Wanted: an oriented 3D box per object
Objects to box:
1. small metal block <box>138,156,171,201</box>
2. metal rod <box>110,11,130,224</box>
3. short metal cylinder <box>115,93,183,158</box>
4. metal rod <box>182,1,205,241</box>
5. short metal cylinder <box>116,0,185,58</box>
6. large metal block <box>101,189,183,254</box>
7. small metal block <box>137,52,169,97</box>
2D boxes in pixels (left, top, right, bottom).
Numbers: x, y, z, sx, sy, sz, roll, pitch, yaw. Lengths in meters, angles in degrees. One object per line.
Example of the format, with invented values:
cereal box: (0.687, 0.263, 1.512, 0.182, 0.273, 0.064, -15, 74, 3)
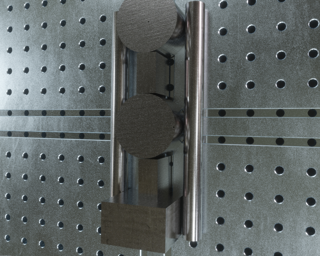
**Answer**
small metal block: (-0.006, 0.063, 0.400, 0.025, 0.050, 0.050, 0, 90, 20)
metal rod: (-0.056, -0.009, 0.431, 0.025, 0.025, 0.298, 1, 90, 20)
short metal cylinder: (-0.011, -0.003, 0.403, 0.080, 0.050, 0.080, 0, 90, 20)
metal rod: (0.043, -0.008, 0.396, 0.025, 0.025, 0.298, 1, 90, 20)
short metal cylinder: (-0.009, -0.132, 0.402, 0.080, 0.050, 0.080, 0, 90, 20)
large metal block: (-0.018, 0.112, 0.390, 0.080, 0.080, 0.050, 1, 91, 20)
small metal block: (-0.008, -0.068, 0.401, 0.025, 0.050, 0.050, 1, 90, 20)
